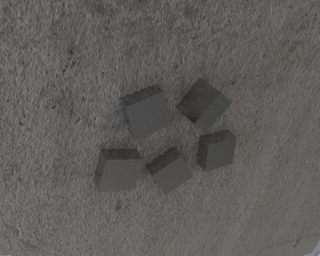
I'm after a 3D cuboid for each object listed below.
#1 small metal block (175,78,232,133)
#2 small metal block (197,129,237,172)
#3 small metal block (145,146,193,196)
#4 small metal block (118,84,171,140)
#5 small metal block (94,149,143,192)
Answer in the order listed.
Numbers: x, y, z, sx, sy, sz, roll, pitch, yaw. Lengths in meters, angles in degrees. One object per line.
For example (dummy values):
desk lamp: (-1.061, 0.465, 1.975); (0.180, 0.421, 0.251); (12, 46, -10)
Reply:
small metal block: (0.055, -0.030, 0.402); (0.025, 0.050, 0.050); (34, 99, -39)
small metal block: (0.087, 0.034, 0.475); (0.050, 0.025, 0.050); (-13, 124, -22)
small metal block: (0.014, 0.063, 0.453); (0.050, 0.025, 0.050); (-34, 129, -6)
small metal block: (-0.018, -0.020, 0.385); (0.050, 0.025, 0.050); (-24, 127, -14)
small metal block: (-0.056, 0.056, 0.411); (0.050, 0.025, 0.050); (2, 117, -30)
